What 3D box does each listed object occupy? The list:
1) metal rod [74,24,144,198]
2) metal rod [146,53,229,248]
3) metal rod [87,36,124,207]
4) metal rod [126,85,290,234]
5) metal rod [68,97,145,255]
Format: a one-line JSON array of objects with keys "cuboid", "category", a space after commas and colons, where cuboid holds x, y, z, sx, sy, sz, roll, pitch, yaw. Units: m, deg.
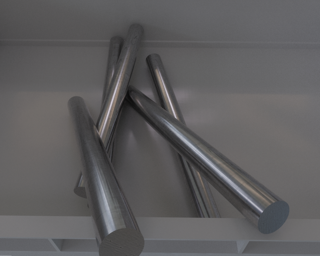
[{"cuboid": [-0.057, -0.047, 0.411, 0.025, 0.025, 0.300, 5, 50, 4], "category": "metal rod"}, {"cuboid": [0.023, 0.003, 0.402, 0.025, 0.025, 0.300, -10, 51, -8], "category": "metal rod"}, {"cuboid": [-0.069, -0.031, 0.429, 0.025, 0.025, 0.300, -1, 50, -1], "category": "metal rod"}, {"cuboid": [0.013, 0.003, 0.323, 0.025, 0.025, 0.300, -20, 28, -16], "category": "metal rod"}, {"cuboid": [-0.069, 0.016, 0.301, 0.025, 0.025, 0.300, -17, 24, -14], "category": "metal rod"}]
